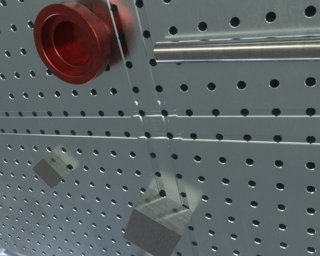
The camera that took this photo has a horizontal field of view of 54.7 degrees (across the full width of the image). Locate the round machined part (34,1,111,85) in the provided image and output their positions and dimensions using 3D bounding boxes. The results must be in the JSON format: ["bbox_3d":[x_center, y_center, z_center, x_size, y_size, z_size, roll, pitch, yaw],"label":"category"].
[{"bbox_3d":[-0.104,-0.107,0.387,0.098,0.042,0.097,13,124,20],"label":"round machined part"}]

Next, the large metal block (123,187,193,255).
[{"bbox_3d":[-0.004,0.154,0.491,0.080,0.050,0.079,27,128,10],"label":"large metal block"}]

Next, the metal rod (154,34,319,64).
[{"bbox_3d":[0.134,-0.076,0.293,0.301,0.025,0.025,5,121,25],"label":"metal rod"}]

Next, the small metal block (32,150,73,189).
[{"bbox_3d":[-0.194,0.075,0.557,0.050,0.025,0.050,48,129,-6],"label":"small metal block"}]
